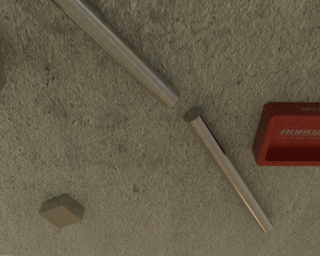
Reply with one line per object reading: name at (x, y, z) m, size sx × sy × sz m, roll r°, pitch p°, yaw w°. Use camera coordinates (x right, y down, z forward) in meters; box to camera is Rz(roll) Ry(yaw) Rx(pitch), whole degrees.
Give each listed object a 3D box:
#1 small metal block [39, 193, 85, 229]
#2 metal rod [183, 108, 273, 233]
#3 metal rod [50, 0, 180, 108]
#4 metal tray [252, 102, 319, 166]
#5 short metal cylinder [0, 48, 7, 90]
small metal block at (-0.165, 0.141, 0.525) m, size 0.050 × 0.025 × 0.050 m, roll -23°, pitch 127°, yaw 18°
metal rod at (0.117, 0.081, 0.477) m, size 0.025 × 0.025 × 0.300 m, roll -25°, pitch 126°, yaw 19°
metal rod at (-0.084, -0.120, 0.303) m, size 0.025 × 0.025 × 0.300 m, roll -34°, pitch 123°, yaw 25°
metal tray at (0.199, 0.010, 0.415) m, size 0.131 × 0.030 × 0.089 m, roll 0°, pitch 130°, yaw -1°
short metal cylinder at (-0.203, -0.067, 0.311) m, size 0.081 × 0.080 × 0.050 m, roll 5°, pitch 130°, yaw -5°
